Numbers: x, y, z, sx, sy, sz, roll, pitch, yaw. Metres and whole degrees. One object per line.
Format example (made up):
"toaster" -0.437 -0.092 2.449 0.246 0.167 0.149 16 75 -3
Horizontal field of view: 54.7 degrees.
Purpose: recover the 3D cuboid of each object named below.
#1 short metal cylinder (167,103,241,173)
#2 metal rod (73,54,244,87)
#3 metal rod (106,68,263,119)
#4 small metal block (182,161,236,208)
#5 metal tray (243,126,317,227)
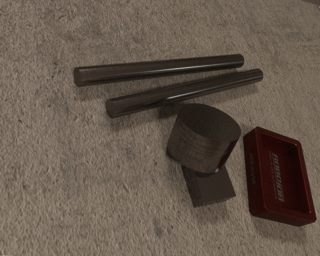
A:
"short metal cylinder" 0.055 0.011 0.394 0.081 0.050 0.080 13 33 -9
"metal rod" 0.019 -0.092 0.471 0.303 0.025 0.025 -13 69 -34
"metal rod" 0.057 -0.059 0.472 0.302 0.025 0.025 -17 71 -35
"small metal block" 0.063 0.070 0.396 0.050 0.025 0.050 -3 63 -30
"metal tray" 0.172 0.069 0.453 0.091 0.030 0.130 18 55 -19
